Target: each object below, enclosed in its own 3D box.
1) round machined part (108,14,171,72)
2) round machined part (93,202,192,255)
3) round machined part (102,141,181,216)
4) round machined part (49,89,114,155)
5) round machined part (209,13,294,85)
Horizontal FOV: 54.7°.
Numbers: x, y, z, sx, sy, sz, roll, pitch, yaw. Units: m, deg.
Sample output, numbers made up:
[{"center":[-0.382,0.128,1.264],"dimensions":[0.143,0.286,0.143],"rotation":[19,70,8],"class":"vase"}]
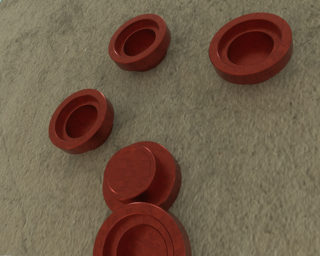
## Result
[{"center":[-0.028,-0.127,0.484],"dimensions":[0.098,0.042,0.098],"rotation":[-13,56,20],"class":"round machined part"},{"center":[-0.015,0.128,0.314],"dimensions":[0.098,0.042,0.098],"rotation":[-8,68,20],"class":"round machined part"},{"center":[-0.028,0.059,0.370],"dimensions":[0.098,0.042,0.098],"rotation":[-13,56,20],"class":"round machined part"},{"center":[-0.109,-0.006,0.451],"dimensions":[0.098,0.042,0.098],"rotation":[-13,56,20],"class":"round machined part"},{"center":[0.115,-0.094,0.390],"dimensions":[0.098,0.042,0.098],"rotation":[-13,56,20],"class":"round machined part"}]
